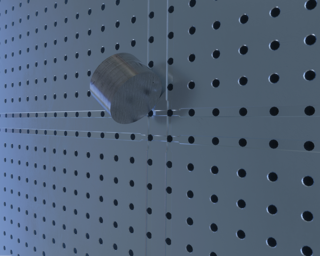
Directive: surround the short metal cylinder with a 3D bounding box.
[{"bbox_3d":[-0.045,-0.052,0.411,0.050,0.081,0.080,44,117,31],"label":"short metal cylinder"}]
